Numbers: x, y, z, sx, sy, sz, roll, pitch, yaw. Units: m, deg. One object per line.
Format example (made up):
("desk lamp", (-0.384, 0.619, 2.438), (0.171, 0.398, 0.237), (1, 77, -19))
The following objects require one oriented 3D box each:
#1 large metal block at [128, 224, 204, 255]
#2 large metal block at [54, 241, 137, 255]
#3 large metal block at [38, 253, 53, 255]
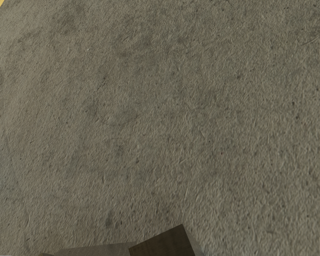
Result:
("large metal block", (0.021, 0.141, 0.267), (0.050, 0.080, 0.080), (-26, 52, 2))
("large metal block", (-0.061, 0.145, 0.287), (0.081, 0.080, 0.050), (-5, 84, -4))
("large metal block", (-0.134, 0.198, 0.337), (0.080, 0.050, 0.080), (-36, 51, 4))
